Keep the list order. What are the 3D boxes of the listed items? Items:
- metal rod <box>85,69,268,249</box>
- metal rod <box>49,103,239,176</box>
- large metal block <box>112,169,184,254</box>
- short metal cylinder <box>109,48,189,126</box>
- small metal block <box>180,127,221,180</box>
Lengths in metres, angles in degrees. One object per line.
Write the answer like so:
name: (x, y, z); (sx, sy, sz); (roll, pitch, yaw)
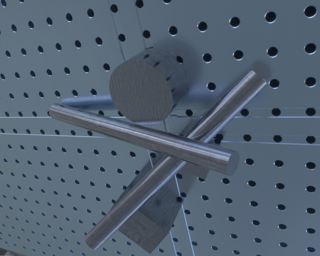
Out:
metal rod: (0.007, 0.049, 0.371); (0.025, 0.025, 0.299); (43, 108, -2)
metal rod: (-0.045, 0.004, 0.387); (0.300, 0.025, 0.025); (15, 126, 38)
large metal block: (-0.021, 0.119, 0.453); (0.080, 0.080, 0.050); (36, 117, 4)
short metal cylinder: (-0.012, -0.049, 0.370); (0.080, 0.050, 0.079); (13, 124, 20)
small metal block: (0.046, 0.033, 0.406); (0.050, 0.025, 0.050); (23, 127, 14)
